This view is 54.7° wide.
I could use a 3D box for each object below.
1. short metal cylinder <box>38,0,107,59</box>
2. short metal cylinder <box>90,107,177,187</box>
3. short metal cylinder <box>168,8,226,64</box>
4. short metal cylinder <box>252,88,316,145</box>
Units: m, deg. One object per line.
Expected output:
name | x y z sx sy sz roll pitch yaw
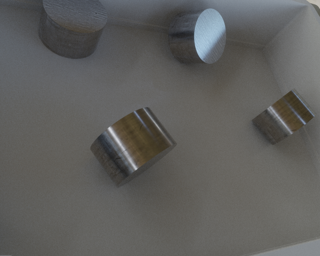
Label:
short metal cylinder | -0.116 -0.140 0.412 0.081 0.050 0.080 14 56 -21
short metal cylinder | -0.028 0.021 0.342 0.081 0.080 0.050 -30 79 -38
short metal cylinder | 0.059 -0.141 0.481 0.081 0.050 0.079 -13 108 -44
short metal cylinder | 0.192 -0.017 0.484 0.081 0.080 0.050 -30 79 -38
